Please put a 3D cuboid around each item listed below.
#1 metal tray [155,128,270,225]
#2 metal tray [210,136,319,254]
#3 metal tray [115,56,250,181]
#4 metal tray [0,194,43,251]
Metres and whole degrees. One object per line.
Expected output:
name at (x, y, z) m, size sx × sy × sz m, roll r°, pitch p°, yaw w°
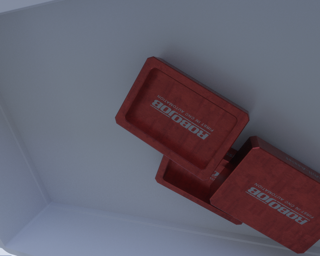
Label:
metal tray at (0.066, 0.062, 0.407) m, size 0.130 × 0.030 × 0.089 m, roll 27°, pitch 128°, yaw 11°
metal tray at (0.135, 0.079, 0.355) m, size 0.130 × 0.030 × 0.089 m, roll 31°, pitch 114°, yaw -4°
metal tray at (0.024, -0.012, 0.359) m, size 0.130 × 0.030 × 0.090 m, roll 33°, pitch 106°, yaw 9°
metal tray at (-0.329, 0.195, 0.657) m, size 0.130 × 0.090 × 0.030 m, roll 16°, pitch 117°, yaw 18°
